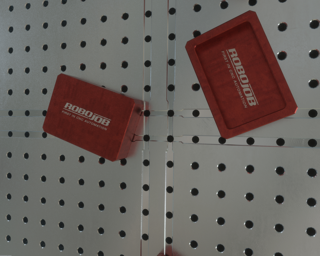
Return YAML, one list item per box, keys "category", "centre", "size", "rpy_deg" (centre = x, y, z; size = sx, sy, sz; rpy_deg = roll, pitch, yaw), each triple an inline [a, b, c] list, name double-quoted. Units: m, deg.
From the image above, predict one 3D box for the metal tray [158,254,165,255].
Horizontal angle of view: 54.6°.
- category: "metal tray"
  centre: [0.027, 0.240, 0.400]
  size: [0.130, 0.030, 0.090]
  rpy_deg: [32, 100, 17]

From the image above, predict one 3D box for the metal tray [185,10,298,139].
- category: "metal tray"
  centre: [0.096, -0.062, 0.375]
  size: [0.090, 0.030, 0.130]
  rpy_deg: [-23, 82, 18]

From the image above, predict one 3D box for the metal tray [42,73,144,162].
- category: "metal tray"
  centre: [-0.098, -0.017, 0.445]
  size: [0.130, 0.030, 0.090]
  rpy_deg: [21, 97, 18]
